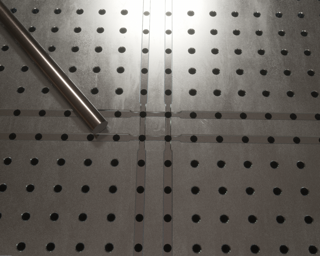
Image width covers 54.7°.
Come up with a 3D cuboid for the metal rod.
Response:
[{"bbox_3d":[-0.178,-0.107,0.448,0.025,0.025,0.300,-39,75,-13],"label":"metal rod"}]
